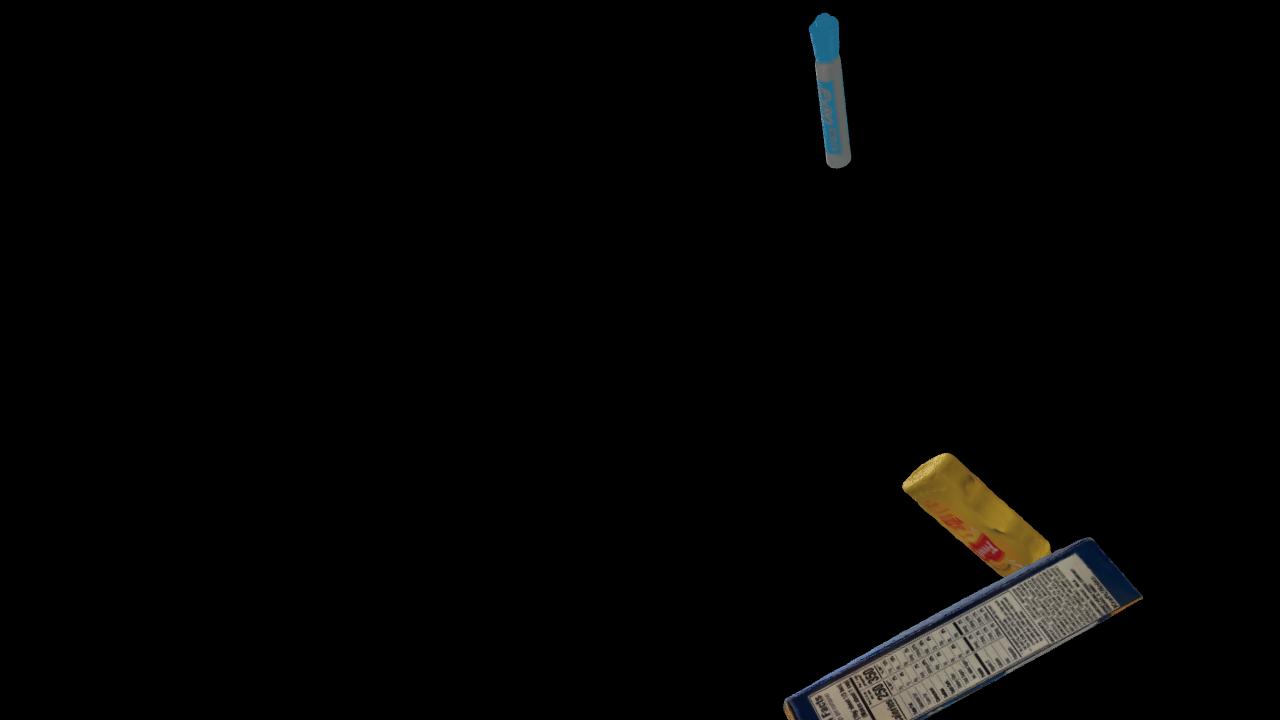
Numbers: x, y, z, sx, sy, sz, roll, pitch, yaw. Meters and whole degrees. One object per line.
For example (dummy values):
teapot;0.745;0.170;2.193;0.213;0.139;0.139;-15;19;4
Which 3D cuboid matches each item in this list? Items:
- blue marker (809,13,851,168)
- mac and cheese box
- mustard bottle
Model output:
blue marker;0.138;-0.189;0.442;0.020;0.020;0.121;0;-31;23
mac and cheese box;0.170;0.166;0.344;0.184;0.041;0.093;-26;-31;-4
mustard bottle;0.375;0.182;0.652;0.054;0.184;0.092;-40;-16;-22
